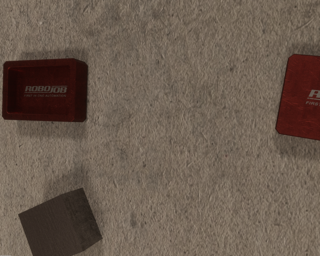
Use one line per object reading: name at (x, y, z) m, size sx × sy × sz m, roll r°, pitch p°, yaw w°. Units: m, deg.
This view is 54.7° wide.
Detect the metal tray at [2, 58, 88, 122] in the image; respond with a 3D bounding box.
metal tray at (-0.174, -0.055, 0.465) m, size 0.130 × 0.030 × 0.089 m, roll 2°, pitch 91°, yaw 19°

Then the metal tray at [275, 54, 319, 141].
metal tray at (0.201, -0.027, 0.336) m, size 0.130 × 0.030 × 0.089 m, roll 10°, pitch 93°, yaw 19°

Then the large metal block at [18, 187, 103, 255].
large metal block at (-0.142, 0.141, 0.444) m, size 0.080 × 0.050 × 0.080 m, roll -26°, pitch 82°, yaw 18°
